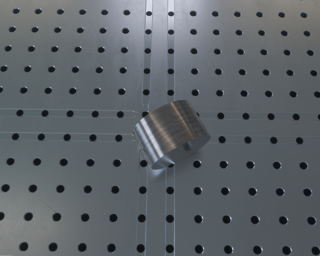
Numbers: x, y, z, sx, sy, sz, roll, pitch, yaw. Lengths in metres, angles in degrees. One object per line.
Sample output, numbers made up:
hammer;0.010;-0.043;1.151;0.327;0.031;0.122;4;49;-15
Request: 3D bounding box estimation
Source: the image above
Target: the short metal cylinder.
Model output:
short metal cylinder;0.014;0.009;0.379;0.080;0.080;0.050;-26;72;-9
